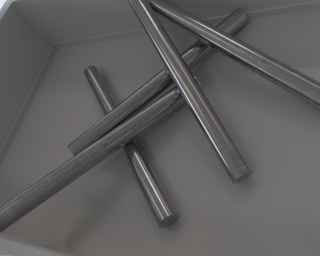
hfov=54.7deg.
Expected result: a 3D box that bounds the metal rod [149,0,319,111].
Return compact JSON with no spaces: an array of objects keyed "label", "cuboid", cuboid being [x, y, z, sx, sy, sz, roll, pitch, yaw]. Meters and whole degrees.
[{"label":"metal rod","cuboid":[0.093,-0.098,0.386,0.025,0.025,0.300,-47,61,-5]}]

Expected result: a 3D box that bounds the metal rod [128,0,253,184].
[{"label":"metal rod","cuboid":[0.026,-0.068,0.391,0.025,0.025,0.299,-31,65,8]}]

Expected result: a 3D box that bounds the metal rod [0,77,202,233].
[{"label":"metal rod","cuboid":[-0.072,0.026,0.386,0.301,0.025,0.025,-35,50,-10]}]

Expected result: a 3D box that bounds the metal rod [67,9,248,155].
[{"label":"metal rod","cuboid":[0.002,-0.063,0.422,0.301,0.025,0.025,-40,51,-8]}]

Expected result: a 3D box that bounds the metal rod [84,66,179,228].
[{"label":"metal rod","cuboid":[-0.053,0.003,0.431,0.025,0.025,0.300,-36,51,4]}]
